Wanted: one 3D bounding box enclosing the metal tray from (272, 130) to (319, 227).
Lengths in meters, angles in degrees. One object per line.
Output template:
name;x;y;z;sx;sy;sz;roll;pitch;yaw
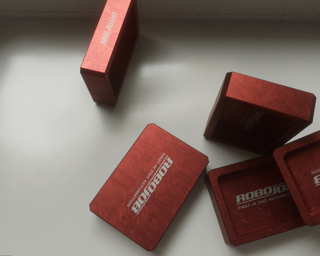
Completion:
metal tray;0.201;0.040;0.327;0.130;0.030;0.090;-28;69;24

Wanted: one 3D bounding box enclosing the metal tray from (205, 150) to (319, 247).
metal tray;0.131;0.081;0.378;0.131;0.030;0.090;-14;71;-6

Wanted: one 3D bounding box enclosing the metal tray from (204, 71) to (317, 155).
metal tray;0.106;-0.010;0.359;0.090;0.130;0.030;17;71;6

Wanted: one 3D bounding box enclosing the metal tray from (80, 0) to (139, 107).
metal tray;-0.061;-0.105;0.412;0.030;0.090;0.130;14;71;5

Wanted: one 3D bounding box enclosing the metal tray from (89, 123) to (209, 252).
metal tray;-0.011;0.070;0.381;0.090;0.030;0.130;32;73;10
